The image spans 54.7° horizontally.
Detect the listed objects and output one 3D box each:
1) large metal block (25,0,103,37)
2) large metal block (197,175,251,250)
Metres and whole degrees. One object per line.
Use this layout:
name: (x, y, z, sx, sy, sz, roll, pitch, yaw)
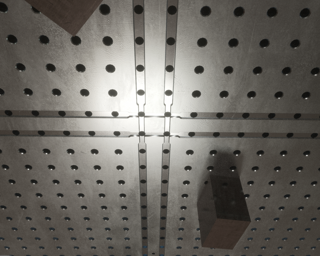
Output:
large metal block: (-0.084, -0.136, 0.259, 0.080, 0.080, 0.050, 35, 122, -26)
large metal block: (0.097, 0.133, 0.491, 0.050, 0.080, 0.079, 8, 130, -7)
